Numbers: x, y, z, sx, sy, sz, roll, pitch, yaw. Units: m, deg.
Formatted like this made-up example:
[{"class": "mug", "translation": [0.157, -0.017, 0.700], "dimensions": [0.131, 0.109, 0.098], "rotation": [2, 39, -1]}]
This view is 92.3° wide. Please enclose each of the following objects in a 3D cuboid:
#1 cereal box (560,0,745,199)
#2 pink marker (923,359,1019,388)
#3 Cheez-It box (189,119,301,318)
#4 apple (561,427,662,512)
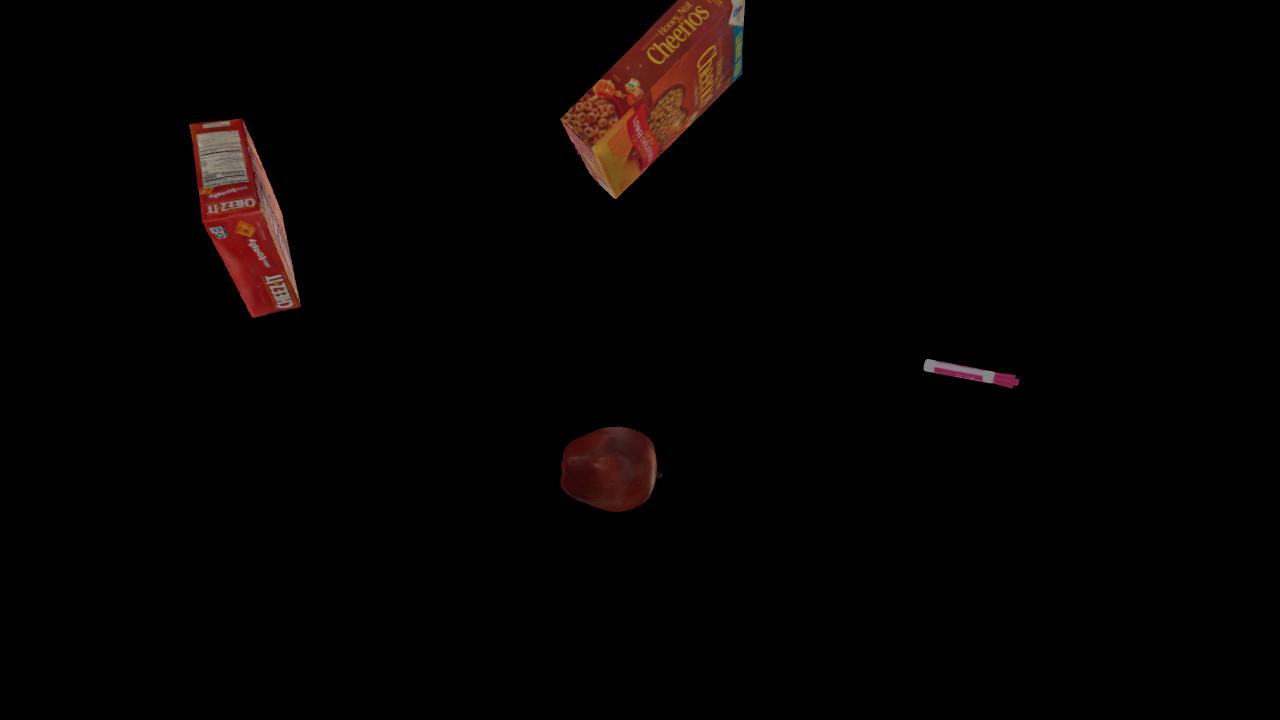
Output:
[{"class": "cereal box", "translation": [0.031, -0.410, 0.947], "dimensions": [0.306, 0.081, 0.203], "rotation": [-44, -9, 1]}, {"class": "pink marker", "translation": [0.465, 0.019, 0.867], "dimensions": [0.121, 0.020, 0.020], "rotation": [15, 10, 41]}, {"class": "Cheez-It box", "translation": [-0.531, -0.194, 0.831], "dimensions": [0.071, 0.223, 0.166], "rotation": [-17, -35, -21]}, {"class": "apple", "translation": [-0.026, 0.101, 0.570], "dimensions": [0.093, 0.079, 0.079], "rotation": [4, 0, 0]}]
